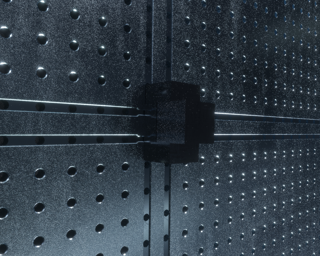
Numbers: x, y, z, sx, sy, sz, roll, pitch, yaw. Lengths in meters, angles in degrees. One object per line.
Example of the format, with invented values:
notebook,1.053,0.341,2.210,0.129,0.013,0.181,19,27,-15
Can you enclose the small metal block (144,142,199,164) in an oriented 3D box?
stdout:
small metal block,0.015,0.031,0.404,0.050,0.050,0.025,2,89,-40

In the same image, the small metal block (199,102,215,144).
small metal block,0.042,-0.006,0.394,0.025,0.050,0.050,2,89,-39

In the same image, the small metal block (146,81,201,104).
small metal block,0.017,-0.044,0.405,0.050,0.050,0.025,2,89,-40

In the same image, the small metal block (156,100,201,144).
small metal block,0.022,-0.007,0.377,0.025,0.050,0.050,2,89,-40

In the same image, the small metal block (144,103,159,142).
small metal block,0.007,-0.006,0.414,0.050,0.025,0.050,2,89,-38
